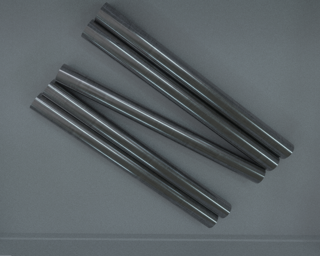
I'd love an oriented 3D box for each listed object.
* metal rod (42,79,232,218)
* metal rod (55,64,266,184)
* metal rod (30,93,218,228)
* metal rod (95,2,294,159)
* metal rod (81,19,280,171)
[{"bbox_3d":[-0.022,0.035,0.423,0.301,0.025,0.025,36,106,-13],"label":"metal rod"},{"bbox_3d":[0.008,-0.001,0.410,0.301,0.025,0.025,27,108,-10],"label":"metal rod"},{"bbox_3d":[-0.040,0.051,0.428,0.301,0.025,0.025,36,106,-13],"label":"metal rod"},{"bbox_3d":[0.052,-0.052,0.391,0.301,0.025,0.025,35,106,-12],"label":"metal rod"},{"bbox_3d":[0.035,-0.034,0.397,0.301,0.025,0.025,35,106,-12],"label":"metal rod"}]
